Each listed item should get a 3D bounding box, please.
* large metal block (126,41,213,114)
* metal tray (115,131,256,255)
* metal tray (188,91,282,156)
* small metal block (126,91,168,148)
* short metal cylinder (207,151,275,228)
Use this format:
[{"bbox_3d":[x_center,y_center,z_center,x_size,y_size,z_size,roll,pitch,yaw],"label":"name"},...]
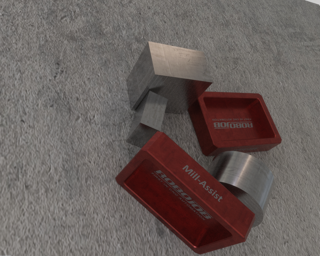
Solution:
[{"bbox_3d":[0.009,-0.062,0.411,0.081,0.080,0.050,3,61,-27],"label":"large metal block"},{"bbox_3d":[0.022,0.073,0.329,0.130,0.090,0.030,42,51,0],"label":"metal tray"},{"bbox_3d":[0.112,-0.008,0.465,0.131,0.030,0.090,-2,63,-29],"label":"metal tray"},{"bbox_3d":[-0.017,-0.009,0.384,0.025,0.050,0.050,24,53,-14],"label":"small metal block"},{"bbox_3d":[0.090,0.074,0.372,0.080,0.080,0.050,39,51,-2],"label":"short metal cylinder"}]
